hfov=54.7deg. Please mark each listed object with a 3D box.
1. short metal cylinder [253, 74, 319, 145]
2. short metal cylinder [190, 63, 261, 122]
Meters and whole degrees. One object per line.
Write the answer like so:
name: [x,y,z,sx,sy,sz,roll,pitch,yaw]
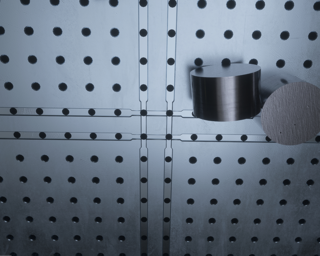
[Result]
short metal cylinder: [0.161,-0.024,0.392,0.081,0.050,0.079,0,110,0]
short metal cylinder: [0.078,-0.045,0.368,0.080,0.080,0.050,-6,110,2]
